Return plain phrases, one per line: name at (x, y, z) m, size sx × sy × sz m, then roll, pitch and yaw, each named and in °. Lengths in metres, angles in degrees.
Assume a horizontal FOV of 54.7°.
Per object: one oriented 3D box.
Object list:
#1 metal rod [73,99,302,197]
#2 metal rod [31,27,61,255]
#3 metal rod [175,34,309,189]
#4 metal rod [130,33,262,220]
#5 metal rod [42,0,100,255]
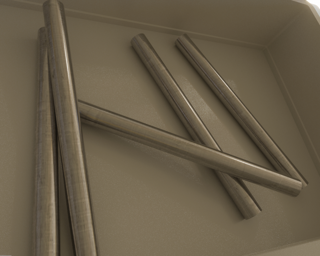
metal rod at (0.037, 0.028, 0.385) m, size 0.302 × 0.025 × 0.025 m, roll 20°, pitch 54°, yaw -8°
metal rod at (-0.122, 0.009, 0.334) m, size 0.025 × 0.025 × 0.299 m, roll 4°, pitch 60°, yaw -26°
metal rod at (0.123, -0.029, 0.489) m, size 0.025 × 0.025 × 0.299 m, roll -30°, pitch 78°, yaw -38°
metal rod at (0.044, -0.011, 0.435) m, size 0.025 × 0.025 × 0.299 m, roll -23°, pitch 74°, yaw -36°
metal rod at (-0.099, -0.009, 0.335) m, size 0.025 × 0.025 × 0.299 m, roll -3°, pitch 70°, yaw -30°
